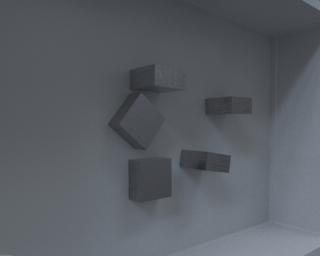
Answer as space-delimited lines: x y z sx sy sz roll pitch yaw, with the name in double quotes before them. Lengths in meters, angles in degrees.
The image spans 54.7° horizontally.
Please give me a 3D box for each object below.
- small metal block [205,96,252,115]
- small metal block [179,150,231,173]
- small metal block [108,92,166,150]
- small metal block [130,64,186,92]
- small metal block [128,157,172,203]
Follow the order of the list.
"small metal block" 0.106 -0.034 0.479 0.050 0.050 0.025 -1 91 -40
"small metal block" 0.065 0.048 0.444 0.050 0.050 0.025 12 83 -40
"small metal block" -0.027 -0.008 0.383 0.050 0.025 0.050 46 62 -30
"small metal block" -0.003 -0.060 0.388 0.050 0.050 0.025 1 89 -40
"small metal block" -0.012 0.065 0.396 0.050 0.025 0.050 -1 91 -40
